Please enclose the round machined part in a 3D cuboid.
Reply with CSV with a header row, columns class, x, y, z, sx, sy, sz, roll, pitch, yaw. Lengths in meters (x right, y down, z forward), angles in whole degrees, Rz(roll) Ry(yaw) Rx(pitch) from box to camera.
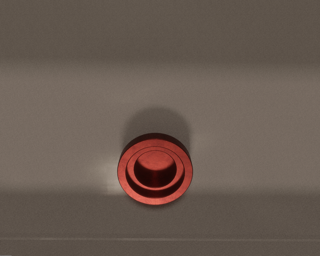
class,x,y,z,sx,sy,sz,roll,pitch,yaw
round machined part,-0.006,0.051,0.421,0.099,0.042,0.097,0,110,-1
